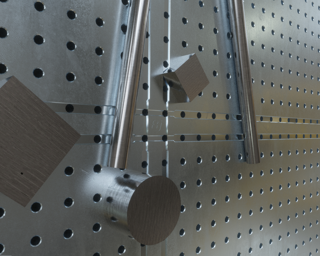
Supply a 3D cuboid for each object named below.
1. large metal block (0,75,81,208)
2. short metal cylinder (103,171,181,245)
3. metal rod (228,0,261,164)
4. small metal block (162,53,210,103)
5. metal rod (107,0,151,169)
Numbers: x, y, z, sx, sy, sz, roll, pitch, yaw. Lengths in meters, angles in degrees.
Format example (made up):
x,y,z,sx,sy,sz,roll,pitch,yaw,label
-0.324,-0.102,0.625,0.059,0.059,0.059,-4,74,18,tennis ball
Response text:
x,y,z,sx,sy,sz,roll,pitch,yaw,label
-0.135,0.012,0.280,0.080,0.050,0.080,48,61,-30,large metal block
-0.021,0.095,0.377,0.081,0.050,0.079,0,90,-40,short metal cylinder
0.145,-0.085,0.533,0.025,0.025,0.298,-15,100,-39,metal rod
0.038,-0.071,0.443,0.050,0.025,0.050,-46,118,-31,small metal block
-0.032,-0.100,0.383,0.025,0.025,0.298,12,82,-40,metal rod
